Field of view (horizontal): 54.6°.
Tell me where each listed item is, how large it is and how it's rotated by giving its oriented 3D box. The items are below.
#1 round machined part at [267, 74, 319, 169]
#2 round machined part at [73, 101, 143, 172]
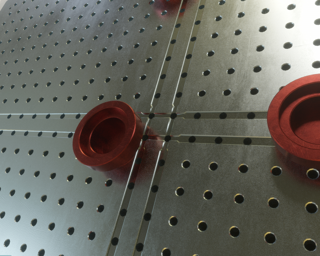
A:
[{"bbox_3d":[0.163,-0.004,0.314,0.098,0.042,0.098,-13,56,21],"label":"round machined part"},{"bbox_3d":[-0.066,0.014,0.425,0.098,0.042,0.098,-13,56,21],"label":"round machined part"}]
